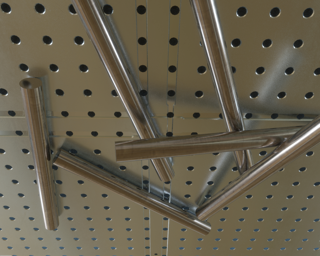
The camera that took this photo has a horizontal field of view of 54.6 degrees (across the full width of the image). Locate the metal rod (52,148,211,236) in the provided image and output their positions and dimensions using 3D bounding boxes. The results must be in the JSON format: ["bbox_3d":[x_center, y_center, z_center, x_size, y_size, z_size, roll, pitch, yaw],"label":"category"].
[{"bbox_3d":[-0.032,0.112,0.506,0.301,0.025,0.025,32,123,-25],"label":"metal rod"}]

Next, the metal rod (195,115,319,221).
[{"bbox_3d":[0.131,0.067,0.430,0.025,0.025,0.298,18,140,-15],"label":"metal rod"}]

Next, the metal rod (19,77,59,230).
[{"bbox_3d":[-0.173,0.060,0.460,0.025,0.025,0.298,6,130,-5],"label":"metal rod"}]

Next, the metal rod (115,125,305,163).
[{"bbox_3d":[0.096,0.016,0.389,0.302,0.025,0.025,-5,131,-11],"label":"metal rod"}]

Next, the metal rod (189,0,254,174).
[{"bbox_3d":[0.085,-0.033,0.383,0.025,0.025,0.299,-15,129,12],"label":"metal rod"}]

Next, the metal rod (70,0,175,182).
[{"bbox_3d":[-0.036,-0.036,0.380,0.025,0.025,0.299,-14,129,11],"label":"metal rod"}]
